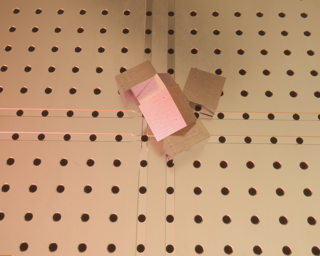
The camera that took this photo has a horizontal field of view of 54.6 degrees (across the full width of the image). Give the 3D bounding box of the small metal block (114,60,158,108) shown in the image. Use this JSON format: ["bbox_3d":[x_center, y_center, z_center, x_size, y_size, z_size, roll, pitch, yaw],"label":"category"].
[{"bbox_3d":[-0.030,-0.059,0.420,0.050,0.050,0.025,-28,72,-10],"label":"small metal block"}]

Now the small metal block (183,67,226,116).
[{"bbox_3d":[0.059,-0.050,0.431,0.050,0.025,0.050,18,71,6],"label":"small metal block"}]

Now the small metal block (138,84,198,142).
[{"bbox_3d":[0.009,-0.018,0.375,0.025,0.050,0.050,-25,86,-51],"label":"small metal block"}]

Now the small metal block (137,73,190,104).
[{"bbox_3d":[0.003,-0.037,0.410,0.025,0.050,0.050,-13,64,-48],"label":"small metal block"}]

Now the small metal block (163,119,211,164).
[{"bbox_3d":[0.032,0.018,0.391,0.050,0.050,0.025,-28,75,-9],"label":"small metal block"}]
